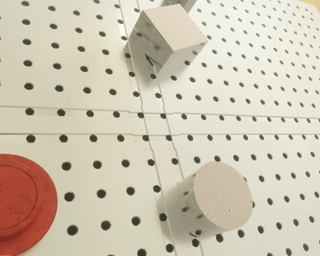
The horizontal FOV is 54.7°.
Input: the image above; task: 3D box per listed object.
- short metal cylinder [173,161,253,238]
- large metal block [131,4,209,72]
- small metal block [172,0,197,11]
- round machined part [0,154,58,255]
[{"bbox_3d":[0.063,0.087,0.375,0.081,0.050,0.080,14,56,-21],"label":"short metal cylinder"},{"bbox_3d":[0.015,-0.144,0.490,0.081,0.050,0.080,-26,76,-37],"label":"large metal block"},{"bbox_3d":[0.046,-0.254,0.574,0.025,0.050,0.050,-23,74,-36],"label":"small metal block"},{"bbox_3d":[-0.143,0.067,0.279,0.099,0.042,0.098,14,56,-21],"label":"round machined part"}]
